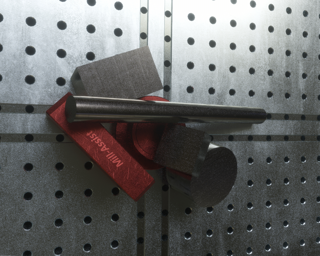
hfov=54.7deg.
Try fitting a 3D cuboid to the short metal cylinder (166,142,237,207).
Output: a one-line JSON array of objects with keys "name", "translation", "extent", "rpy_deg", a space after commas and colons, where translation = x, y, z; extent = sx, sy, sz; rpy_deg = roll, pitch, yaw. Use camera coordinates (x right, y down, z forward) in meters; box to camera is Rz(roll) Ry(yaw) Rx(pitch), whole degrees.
[{"name": "short metal cylinder", "translation": [0.055, 0.057, 0.408], "extent": [0.081, 0.050, 0.079], "rpy_deg": [-10, 108, -33]}]

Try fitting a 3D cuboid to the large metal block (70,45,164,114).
[{"name": "large metal block", "translation": [-0.054, -0.052, 0.363], "extent": [0.081, 0.080, 0.050], "rpy_deg": [-22, 98, -19]}]

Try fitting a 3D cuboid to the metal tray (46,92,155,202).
[{"name": "metal tray", "translation": [-0.071, 0.021, 0.352], "extent": [0.030, 0.090, 0.130], "rpy_deg": [-46, 105, -14]}]

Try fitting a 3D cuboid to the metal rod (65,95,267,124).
[{"name": "metal rod", "translation": [0.035, -0.018, 0.376], "extent": [0.302, 0.025, 0.025], "rpy_deg": [0, 90, -40]}]

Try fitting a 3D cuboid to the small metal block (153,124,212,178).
[{"name": "small metal block", "translation": [0.027, 0.025, 0.364], "extent": [0.025, 0.050, 0.050], "rpy_deg": [36, 72, -60]}]

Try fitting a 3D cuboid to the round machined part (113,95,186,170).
[{"name": "round machined part", "translation": [-0.010, 0.006, 0.404], "extent": [0.099, 0.042, 0.097], "rpy_deg": [0, 90, -21]}]
